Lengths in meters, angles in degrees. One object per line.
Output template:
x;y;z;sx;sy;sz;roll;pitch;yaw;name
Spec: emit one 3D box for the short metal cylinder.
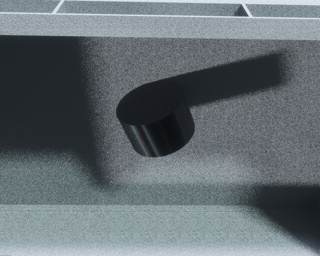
-0.004;-0.012;0.363;0.080;0.080;0.050;-14;129;11;short metal cylinder
